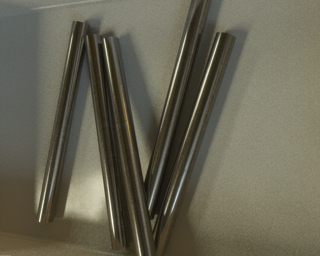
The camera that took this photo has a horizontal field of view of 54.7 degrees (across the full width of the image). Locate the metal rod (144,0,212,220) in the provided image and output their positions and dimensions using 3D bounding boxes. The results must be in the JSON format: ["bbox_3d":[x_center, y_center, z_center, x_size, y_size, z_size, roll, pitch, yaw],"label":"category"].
[{"bbox_3d":[0.017,-0.025,0.404,0.025,0.025,0.298,16,95,19],"label":"metal rod"}]

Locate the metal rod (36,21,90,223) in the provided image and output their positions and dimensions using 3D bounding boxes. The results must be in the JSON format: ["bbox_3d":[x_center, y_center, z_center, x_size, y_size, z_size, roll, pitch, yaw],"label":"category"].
[{"bbox_3d":[-0.145,-0.006,0.461,0.025,0.025,0.298,13,94,19],"label":"metal rod"}]

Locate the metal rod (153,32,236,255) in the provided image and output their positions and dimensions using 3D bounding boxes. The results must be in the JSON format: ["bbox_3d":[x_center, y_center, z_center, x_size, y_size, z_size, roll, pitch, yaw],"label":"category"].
[{"bbox_3d":[0.037,0.028,0.397,0.025,0.025,0.298,19,96,19],"label":"metal rod"}]

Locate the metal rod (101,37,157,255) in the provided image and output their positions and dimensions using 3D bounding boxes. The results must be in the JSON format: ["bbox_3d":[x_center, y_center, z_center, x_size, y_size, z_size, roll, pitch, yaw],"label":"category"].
[{"bbox_3d":[-0.043,0.022,0.407,0.025,0.025,0.299,-15,79,19],"label":"metal rod"}]

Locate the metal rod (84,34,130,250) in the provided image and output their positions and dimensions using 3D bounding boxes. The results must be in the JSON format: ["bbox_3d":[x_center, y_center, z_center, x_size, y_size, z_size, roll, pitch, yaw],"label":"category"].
[{"bbox_3d":[-0.075,0.017,0.436,0.025,0.025,0.298,-9,87,20],"label":"metal rod"}]
